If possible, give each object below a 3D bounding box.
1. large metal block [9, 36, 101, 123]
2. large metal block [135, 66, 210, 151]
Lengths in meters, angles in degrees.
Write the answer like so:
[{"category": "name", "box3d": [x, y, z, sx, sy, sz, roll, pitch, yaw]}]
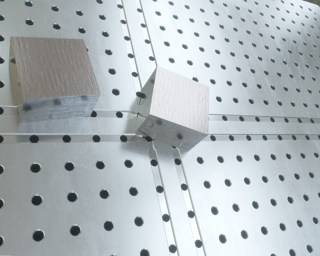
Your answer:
[{"category": "large metal block", "box3d": [-0.124, -0.057, 0.360, 0.081, 0.050, 0.080, -8, 66, -31]}, {"category": "large metal block", "box3d": [0.018, -0.025, 0.417, 0.080, 0.050, 0.080, 19, 54, -17]}]
